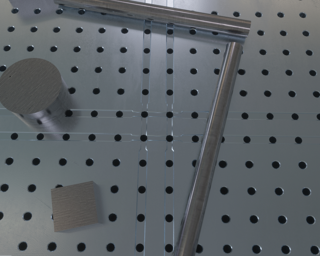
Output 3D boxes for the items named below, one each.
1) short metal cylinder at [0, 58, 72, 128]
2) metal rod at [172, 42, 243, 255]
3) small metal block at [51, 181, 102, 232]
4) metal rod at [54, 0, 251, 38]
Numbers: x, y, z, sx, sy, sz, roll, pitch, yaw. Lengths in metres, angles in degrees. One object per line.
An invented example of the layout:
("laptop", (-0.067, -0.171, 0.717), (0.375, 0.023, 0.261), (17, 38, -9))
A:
("short metal cylinder", (-0.164, -0.046, 0.414), (0.081, 0.050, 0.080), (0, 70, 0))
("metal rod", (0.068, 0.016, 0.406), (0.025, 0.025, 0.299), (15, 71, 5))
("small metal block", (-0.101, 0.096, 0.376), (0.050, 0.025, 0.050), (-11, 70, -4))
("metal rod", (-0.014, -0.178, 0.476), (0.302, 0.025, 0.025), (11, 71, 4))
